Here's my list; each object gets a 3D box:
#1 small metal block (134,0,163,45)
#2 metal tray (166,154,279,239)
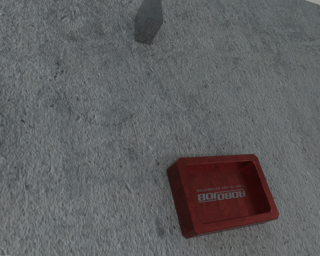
[{"bbox_3d":[-0.018,-0.167,0.479,0.025,0.050,0.050,10,58,-23],"label":"small metal block"},{"bbox_3d":[0.080,0.082,0.393,0.131,0.030,0.090,0,62,-28],"label":"metal tray"}]
